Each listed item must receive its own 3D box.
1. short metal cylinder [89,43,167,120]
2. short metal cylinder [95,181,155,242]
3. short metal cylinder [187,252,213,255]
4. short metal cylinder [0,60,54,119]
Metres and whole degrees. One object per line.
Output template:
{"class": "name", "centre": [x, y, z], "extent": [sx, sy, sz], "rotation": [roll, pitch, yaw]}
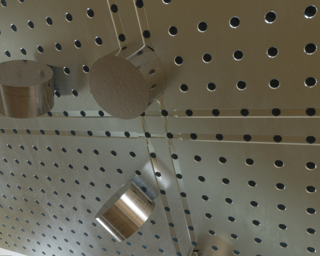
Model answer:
{"class": "short metal cylinder", "centre": [-0.039, -0.057, 0.379], "extent": [0.080, 0.050, 0.079], "rotation": [13, 124, 20]}
{"class": "short metal cylinder", "centre": [-0.054, 0.127, 0.481], "extent": [0.050, 0.080, 0.080], "rotation": [47, 129, -5]}
{"class": "short metal cylinder", "centre": [0.071, 0.254, 0.514], "extent": [0.080, 0.050, 0.079], "rotation": [13, 124, 20]}
{"class": "short metal cylinder", "centre": [-0.194, -0.057, 0.440], "extent": [0.080, 0.080, 0.050], "rotation": [22, 127, 14]}
